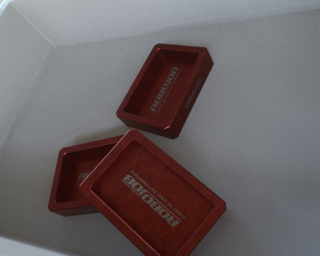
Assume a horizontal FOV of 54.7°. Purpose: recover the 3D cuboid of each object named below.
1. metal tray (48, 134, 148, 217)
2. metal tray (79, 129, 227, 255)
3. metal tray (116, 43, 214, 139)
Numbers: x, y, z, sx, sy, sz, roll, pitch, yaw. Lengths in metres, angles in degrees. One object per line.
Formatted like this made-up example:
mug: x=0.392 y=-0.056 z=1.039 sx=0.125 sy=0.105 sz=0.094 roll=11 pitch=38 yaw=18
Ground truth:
metal tray: x=-0.077 y=0.061 z=0.403 sx=0.130 sy=0.030 sz=0.090 roll=-12 pitch=57 yaw=21
metal tray: x=-0.008 y=0.074 z=0.329 sx=0.130 sy=0.030 sz=0.090 roll=39 pitch=82 yaw=15
metal tray: x=0.007 y=-0.056 z=0.431 sx=0.090 sy=0.030 sz=0.130 roll=15 pitch=69 yaw=34
